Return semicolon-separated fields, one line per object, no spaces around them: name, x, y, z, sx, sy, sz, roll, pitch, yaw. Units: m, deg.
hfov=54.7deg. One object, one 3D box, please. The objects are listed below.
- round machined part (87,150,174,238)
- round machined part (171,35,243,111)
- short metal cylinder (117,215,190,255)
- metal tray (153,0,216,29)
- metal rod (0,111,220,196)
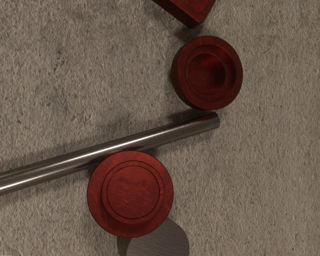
round machined part;-0.032;0.073;0.350;0.099;0.042;0.098;3;75;-11
round machined part;0.060;-0.072;0.423;0.099;0.042;0.097;0;90;-21
short metal cylinder;-0.010;0.150;0.393;0.081;0.050;0.079;0;90;-21
metal tray;0.045;-0.216;0.423;0.090;0.030;0.130;32;79;-18
metal rod;-0.059;0.028;0.388;0.302;0.025;0.025;-16;96;-20
